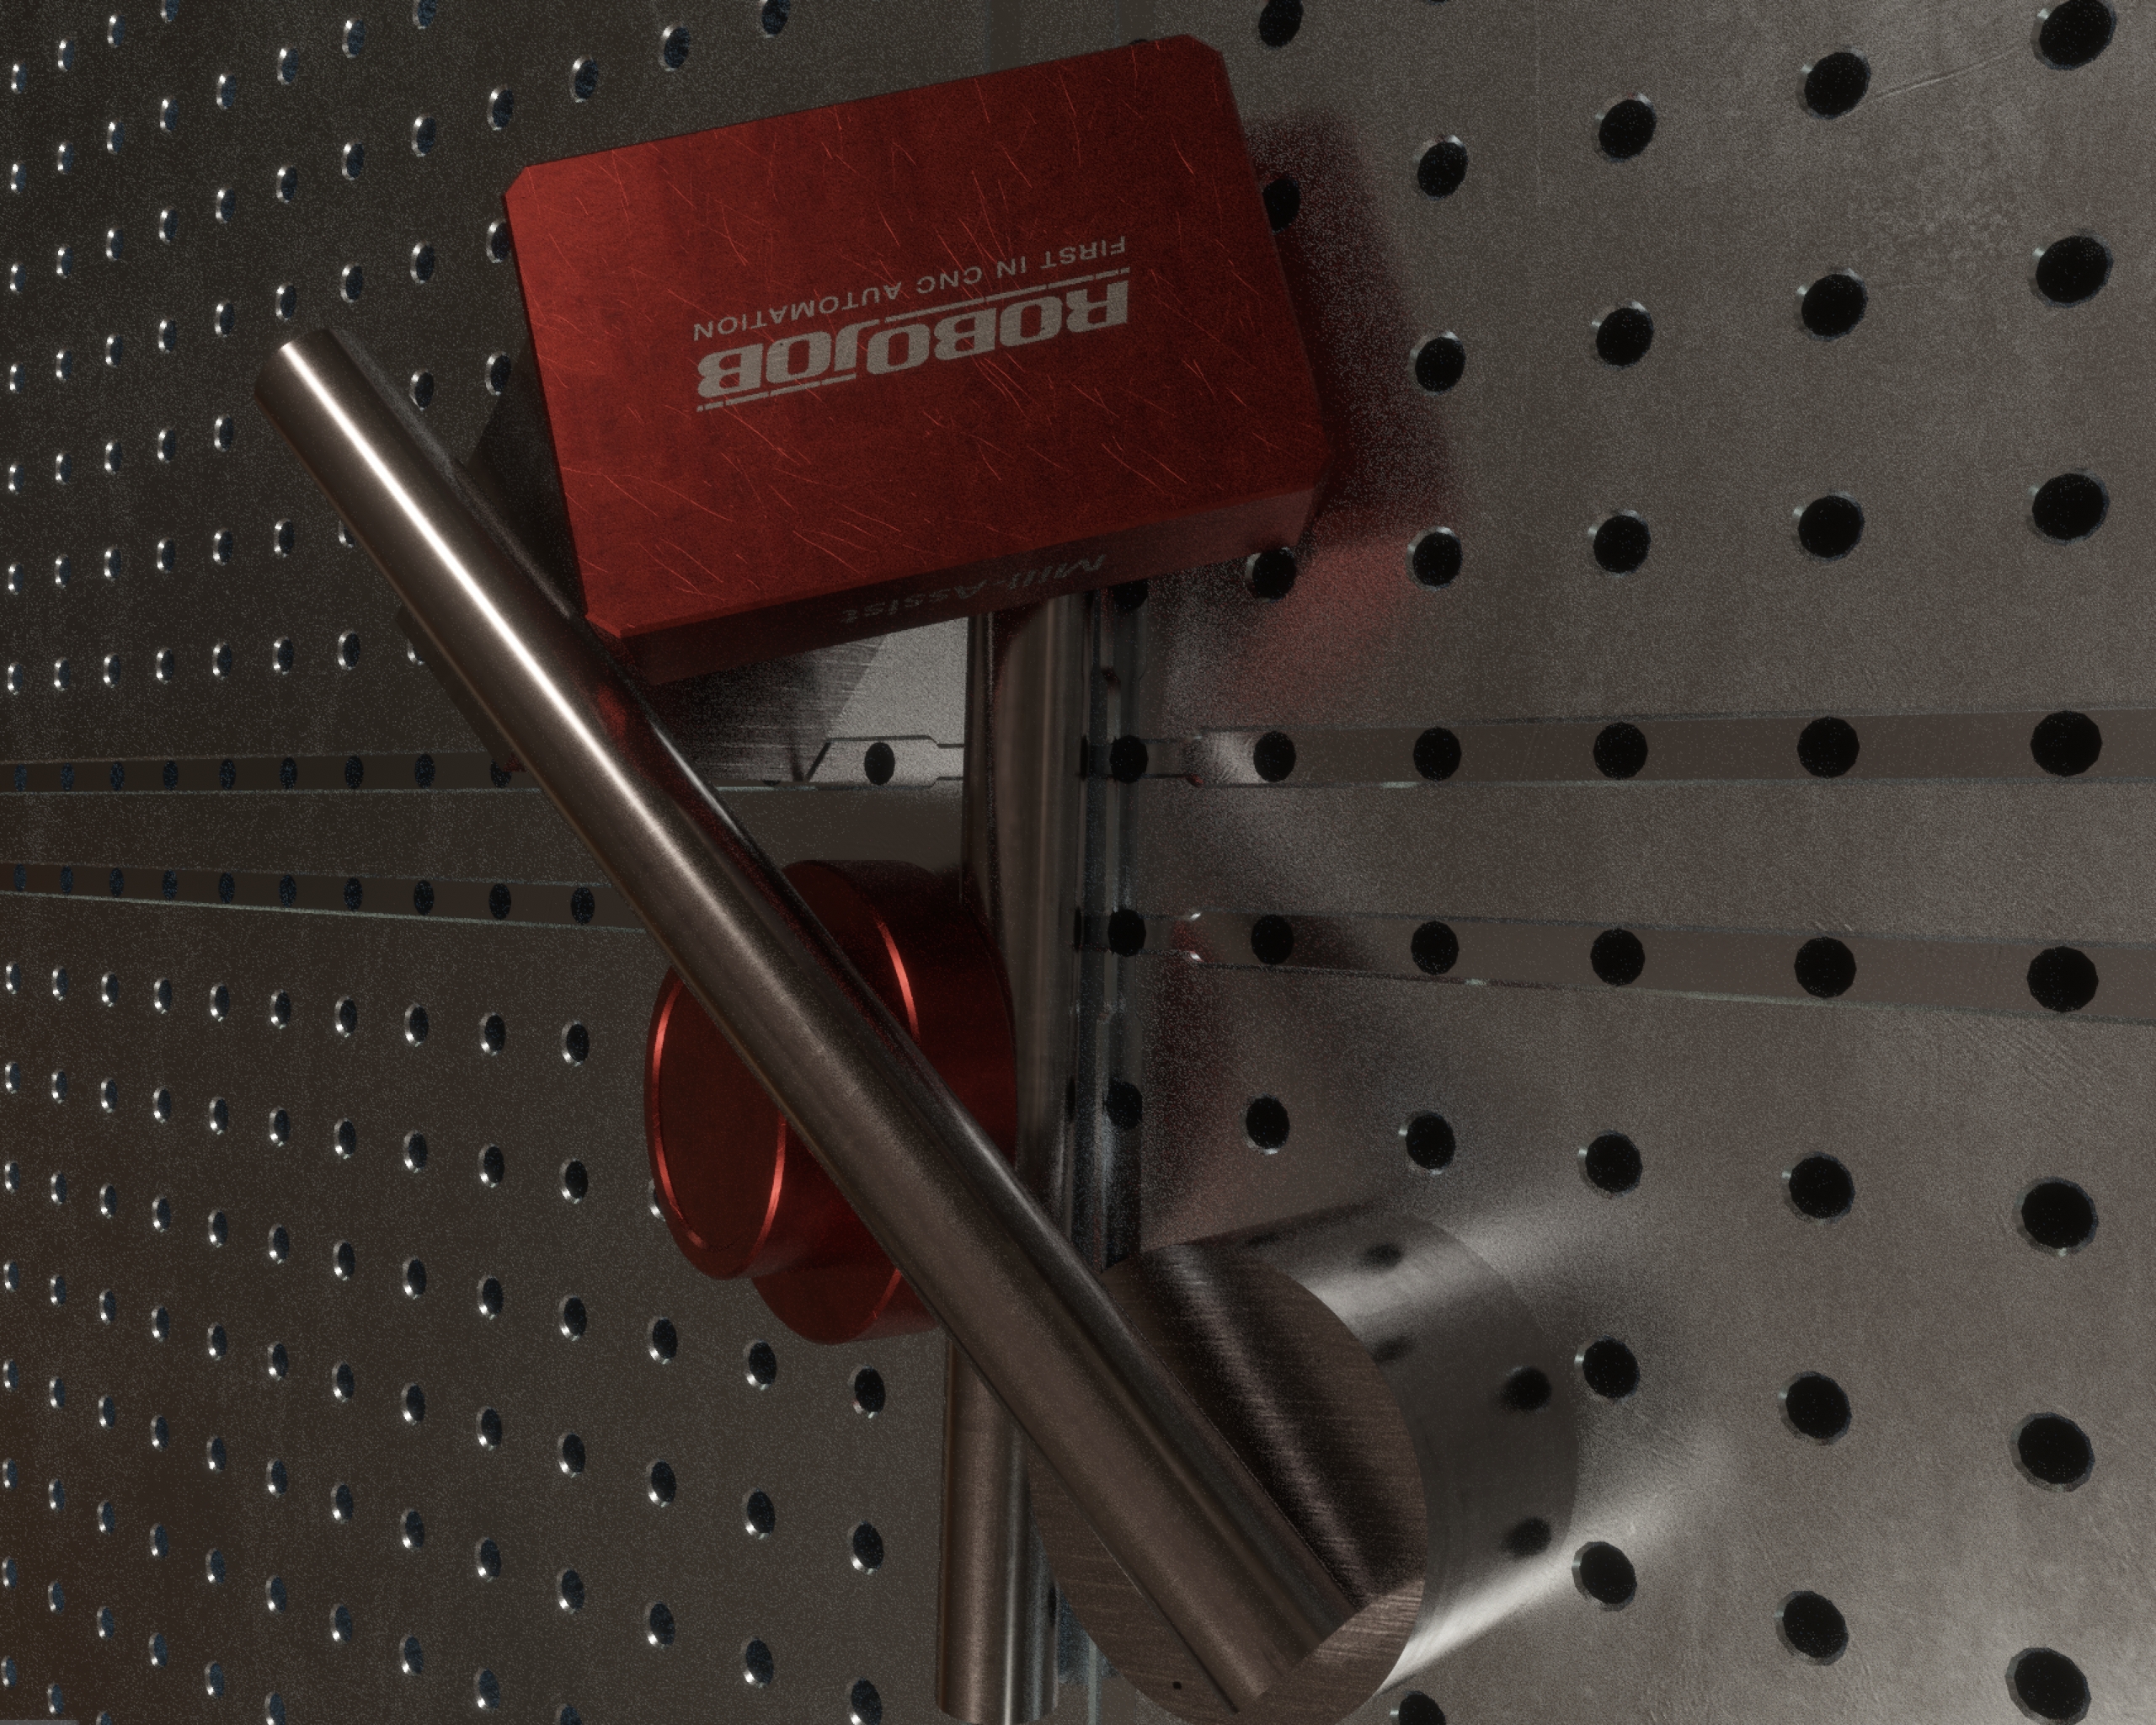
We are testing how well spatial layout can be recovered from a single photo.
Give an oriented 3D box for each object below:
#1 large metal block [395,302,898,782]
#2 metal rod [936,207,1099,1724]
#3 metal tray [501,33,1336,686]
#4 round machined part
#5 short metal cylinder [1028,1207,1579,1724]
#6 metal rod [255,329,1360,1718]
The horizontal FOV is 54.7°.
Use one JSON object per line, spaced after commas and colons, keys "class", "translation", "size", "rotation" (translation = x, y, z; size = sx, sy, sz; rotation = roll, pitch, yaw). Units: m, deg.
{"class": "large metal block", "translation": [-0.083, -0.065, 0.441], "size": [0.050, 0.081, 0.080], "rotation": [49, 119, 28]}
{"class": "metal rod", "translation": [-0.011, 0.020, 0.417], "size": [0.025, 0.025, 0.298], "rotation": [3, 92, 39]}
{"class": "metal tray", "translation": [-0.029, -0.091, 0.376], "size": [0.131, 0.030, 0.090], "rotation": [-13, 79, -4]}
{"class": "round machined part", "translation": [-0.056, 0.048, 0.421], "size": [0.098, 0.042, 0.097], "rotation": [-1, 89, 57]}
{"class": "short metal cylinder", "translation": [0.038, 0.103, 0.361], "size": [0.080, 0.050, 0.079], "rotation": [0, 90, 39]}
{"class": "metal rod", "translation": [-0.059, 0.013, 0.364], "size": [0.300, 0.025, 0.025], "rotation": [50, 119, 19]}
